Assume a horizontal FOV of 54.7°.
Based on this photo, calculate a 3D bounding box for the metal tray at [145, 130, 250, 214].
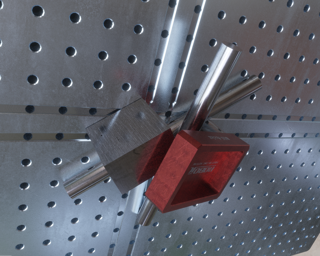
[{"bbox_3d":[0.050,0.050,0.377,0.131,0.030,0.089,5,118,-52],"label":"metal tray"}]

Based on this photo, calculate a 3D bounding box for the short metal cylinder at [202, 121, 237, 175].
[{"bbox_3d":[0.066,0.034,0.453,0.081,0.050,0.079,-14,125,-21],"label":"short metal cylinder"}]

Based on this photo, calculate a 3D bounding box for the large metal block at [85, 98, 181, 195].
[{"bbox_3d":[-0.033,0.019,0.370,0.080,0.080,0.050,-30,129,-10],"label":"large metal block"}]

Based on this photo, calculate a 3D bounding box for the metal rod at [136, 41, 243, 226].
[{"bbox_3d":[0.027,0.028,0.415,0.025,0.025,0.298,4,126,-31],"label":"metal rod"}]

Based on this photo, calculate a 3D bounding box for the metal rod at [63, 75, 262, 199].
[{"bbox_3d":[0.011,0.007,0.424,0.301,0.025,0.025,-30,129,-10],"label":"metal rod"}]
